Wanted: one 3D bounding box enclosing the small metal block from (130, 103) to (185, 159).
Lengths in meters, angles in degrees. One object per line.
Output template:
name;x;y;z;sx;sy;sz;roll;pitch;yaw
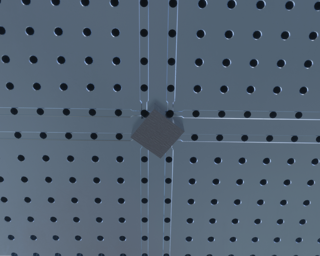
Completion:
small metal block;-0.003;0.004;0.415;0.050;0.025;0.050;37;106;-13
